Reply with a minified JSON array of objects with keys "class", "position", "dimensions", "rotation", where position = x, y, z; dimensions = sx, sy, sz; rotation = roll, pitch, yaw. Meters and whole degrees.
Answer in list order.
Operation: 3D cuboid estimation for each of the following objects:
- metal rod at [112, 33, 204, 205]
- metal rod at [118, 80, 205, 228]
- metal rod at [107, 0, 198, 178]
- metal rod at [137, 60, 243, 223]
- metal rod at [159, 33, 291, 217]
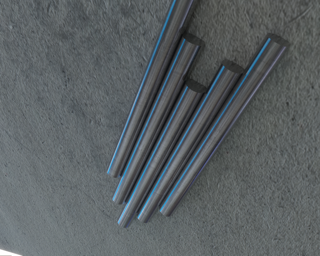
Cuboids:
[{"class":"metal rod","position":[-0.016,0.011,0.422],"dimensions":[0.025,0.025,0.298],"rotation":[32,128,7]},{"class":"metal rod","position":[-0.010,0.057,0.448],"dimensions":[0.025,0.025,0.298],"rotation":[32,128,7]},{"class":"metal rod","position":[-0.020,-0.037,0.395],"dimensions":[0.025,0.025,0.298],"rotation":[32,129,7]},{"class":"metal rod","position":[0.025,0.040,0.418],"dimensions":[0.025,0.025,0.298],"rotation":[32,129,7]},{"class":"metal rod","position":[0.062,0.021,0.387],"dimensions":[0.025,0.025,0.298],"rotation":[32,129,7]}]
